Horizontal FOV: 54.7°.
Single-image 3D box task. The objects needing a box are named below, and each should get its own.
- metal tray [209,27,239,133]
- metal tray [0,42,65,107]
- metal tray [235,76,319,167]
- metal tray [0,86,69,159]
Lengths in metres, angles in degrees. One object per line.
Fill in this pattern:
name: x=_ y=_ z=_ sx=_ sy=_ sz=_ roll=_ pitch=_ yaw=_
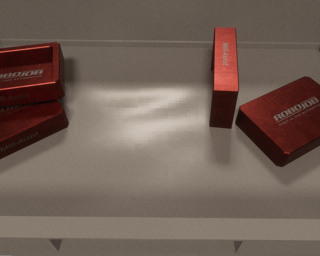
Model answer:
metal tray: x=0.089 y=-0.069 z=0.440 sx=0.030 sy=0.090 sz=0.130 roll=3 pitch=51 yaw=7
metal tray: x=-0.199 y=-0.072 z=0.419 sx=0.131 sy=0.030 sz=0.090 roll=-9 pitch=50 yaw=-8
metal tray: x=0.181 y=-0.013 z=0.416 sx=0.131 sy=0.030 sz=0.090 roll=-24 pitch=54 yaw=-19
metal tray: x=-0.201 y=-0.011 z=0.409 sx=0.131 sy=0.030 sz=0.090 roll=-29 pitch=56 yaw=-23
